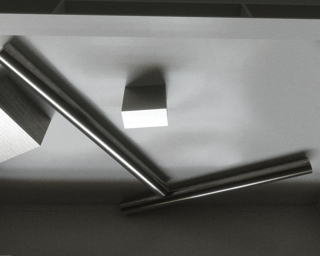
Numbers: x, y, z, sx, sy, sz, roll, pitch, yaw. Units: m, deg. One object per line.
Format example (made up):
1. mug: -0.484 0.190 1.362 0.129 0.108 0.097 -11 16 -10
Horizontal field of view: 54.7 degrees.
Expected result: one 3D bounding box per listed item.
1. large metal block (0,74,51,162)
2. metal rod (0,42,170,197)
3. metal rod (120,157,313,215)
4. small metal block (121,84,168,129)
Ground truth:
1. large metal block: -0.200 -0.007 0.383 0.080 0.050 0.080 -21 127 17
2. metal rod: -0.083 0.007 0.413 0.025 0.025 0.300 -29 125 22
3. metal rod: 0.080 0.095 0.491 0.301 0.025 0.025 -16 129 12
4. small metal block: -0.017 -0.027 0.370 0.050 0.050 0.025 -4 130 2
